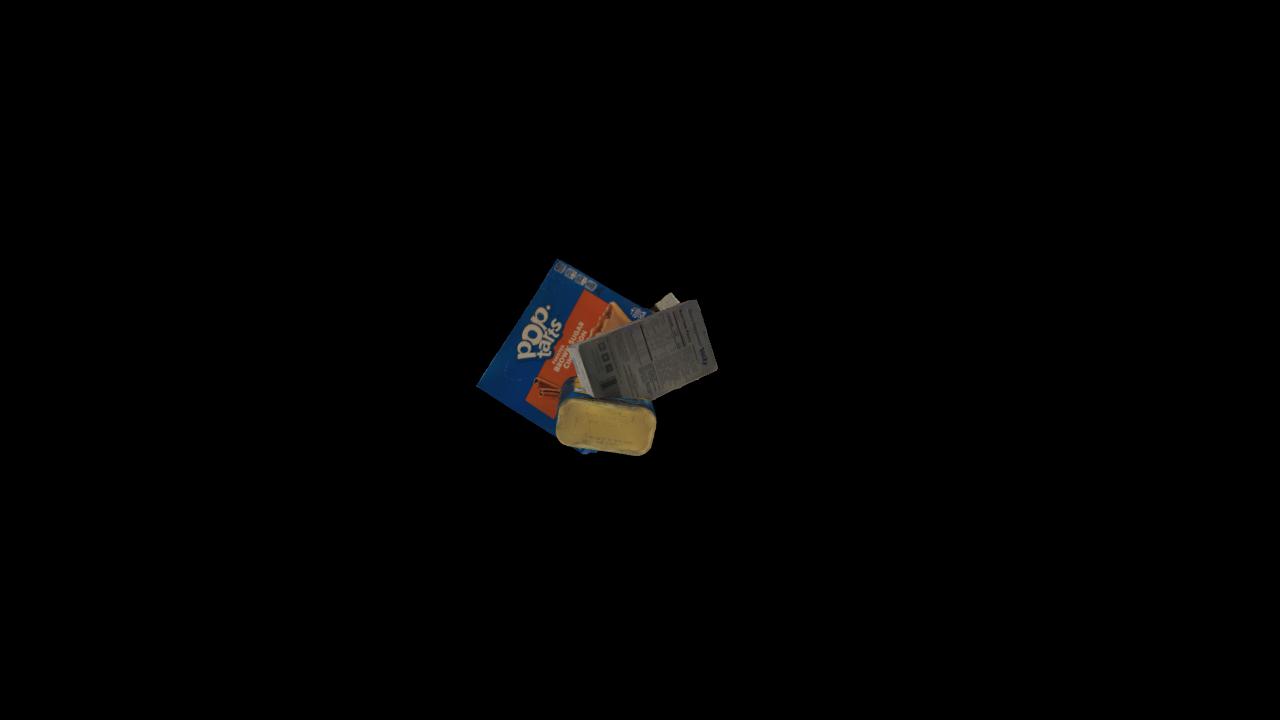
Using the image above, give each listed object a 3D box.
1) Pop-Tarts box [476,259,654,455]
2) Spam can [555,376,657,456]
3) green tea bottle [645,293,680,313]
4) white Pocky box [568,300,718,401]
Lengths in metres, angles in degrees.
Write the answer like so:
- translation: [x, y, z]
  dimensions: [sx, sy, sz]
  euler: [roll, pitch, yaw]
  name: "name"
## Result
- translation: [-0.070, -0.002, 0.688]
  dimensions: [0.141, 0.167, 0.083]
  euler: [31, -5, 10]
  name: "Pop-Tarts box"
- translation: [-0.035, 0.053, 0.632]
  dimensions: [0.101, 0.058, 0.085]
  euler: [9, 16, -8]
  name: "Spam can"
- translation: [-0.033, -0.005, 0.767]
  dimensions: [0.212, 0.073, 0.073]
  euler: [-37, -7, 9]
  name: "green tea bottle"
- translation: [0.007, -0.002, 0.635]
  dimensions: [0.154, 0.084, 0.028]
  euler: [-23, 10, -30]
  name: "white Pocky box"
